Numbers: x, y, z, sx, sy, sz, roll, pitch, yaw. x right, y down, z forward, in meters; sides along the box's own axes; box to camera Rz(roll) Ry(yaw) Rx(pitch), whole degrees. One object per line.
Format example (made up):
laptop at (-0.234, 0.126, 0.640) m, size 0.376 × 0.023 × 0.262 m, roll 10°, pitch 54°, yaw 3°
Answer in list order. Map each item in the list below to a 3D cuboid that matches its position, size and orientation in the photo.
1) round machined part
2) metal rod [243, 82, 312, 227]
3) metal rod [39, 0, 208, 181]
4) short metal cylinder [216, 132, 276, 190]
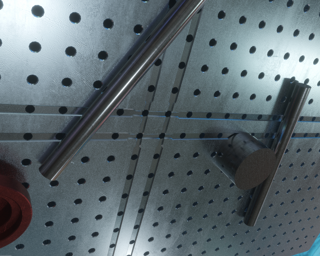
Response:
round machined part at (-0.199, 0.090, 0.348) m, size 0.099 × 0.042 × 0.097 m, roll -14°, pitch 125°, yaw -21°
metal rod at (0.206, 0.062, 0.565) m, size 0.025 × 0.025 × 0.298 m, roll -4°, pitch 121°, yaw -27°
metal rod at (-0.037, -0.058, 0.356) m, size 0.299 × 0.025 × 0.025 m, roll -49°, pitch 129°, yaw 6°
short metal cylinder at (0.140, 0.054, 0.508) m, size 0.081 × 0.050 × 0.079 m, roll -14°, pitch 125°, yaw -21°
